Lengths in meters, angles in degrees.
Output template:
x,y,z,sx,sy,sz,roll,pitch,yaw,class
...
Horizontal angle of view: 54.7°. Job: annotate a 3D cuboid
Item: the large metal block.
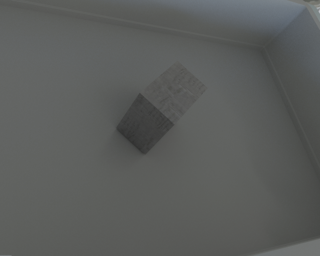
x,y,z,sx,sy,sz,roll,pitch,yaw,class
0.002,-0.024,0.384,0.050,0.080,0.080,43,51,1,large metal block
